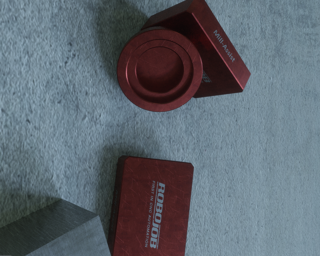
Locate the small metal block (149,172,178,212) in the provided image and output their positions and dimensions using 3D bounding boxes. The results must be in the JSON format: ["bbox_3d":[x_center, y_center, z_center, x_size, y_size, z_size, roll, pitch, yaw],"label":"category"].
[{"bbox_3d":[0.008,0.084,0.414,0.050,0.025,0.050,18,79,-39],"label":"small metal block"}]

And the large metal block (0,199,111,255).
[{"bbox_3d":[-0.104,0.112,0.284,0.081,0.080,0.050,-22,105,-38],"label":"large metal block"}]

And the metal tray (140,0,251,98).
[{"bbox_3d":[0.047,-0.096,0.402,0.130,0.090,0.030,46,60,-31],"label":"metal tray"}]

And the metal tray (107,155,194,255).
[{"bbox_3d":[-0.011,0.102,0.377,0.091,0.030,0.129,9,84,-22],"label":"metal tray"}]

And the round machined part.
[{"bbox_3d":[-0.001,-0.072,0.373,0.099,0.042,0.097,-1,116,-2],"label":"round machined part"}]
